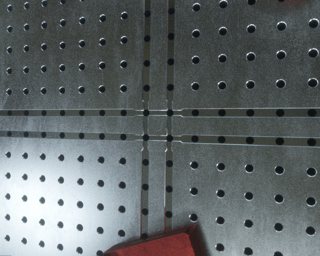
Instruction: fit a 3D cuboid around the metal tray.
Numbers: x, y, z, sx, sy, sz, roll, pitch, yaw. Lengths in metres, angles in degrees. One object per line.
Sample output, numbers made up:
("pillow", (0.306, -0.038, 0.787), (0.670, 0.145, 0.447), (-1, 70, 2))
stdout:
("metal tray", (-0.004, 0.192, 0.411), (0.130, 0.030, 0.090), (-21, 83, 18))
